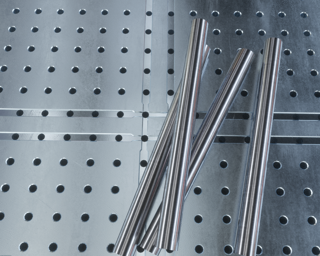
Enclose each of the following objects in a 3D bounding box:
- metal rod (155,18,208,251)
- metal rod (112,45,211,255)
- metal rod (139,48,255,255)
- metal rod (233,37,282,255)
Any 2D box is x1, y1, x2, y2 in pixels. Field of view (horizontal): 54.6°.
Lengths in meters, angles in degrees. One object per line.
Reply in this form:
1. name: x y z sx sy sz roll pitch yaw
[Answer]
1. metal rod: 0.031 -0.008 0.386 0.025 0.025 0.299 9 70 3
2. metal rod: 0.009 0.015 0.406 0.025 0.025 0.300 20 71 7
3. metal rod: 0.056 0.018 0.405 0.025 0.025 0.300 26 72 9
4. metal rod: 0.133 0.011 0.408 0.025 0.025 0.299 13 70 5
